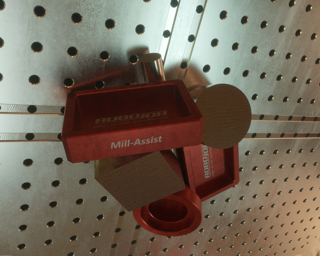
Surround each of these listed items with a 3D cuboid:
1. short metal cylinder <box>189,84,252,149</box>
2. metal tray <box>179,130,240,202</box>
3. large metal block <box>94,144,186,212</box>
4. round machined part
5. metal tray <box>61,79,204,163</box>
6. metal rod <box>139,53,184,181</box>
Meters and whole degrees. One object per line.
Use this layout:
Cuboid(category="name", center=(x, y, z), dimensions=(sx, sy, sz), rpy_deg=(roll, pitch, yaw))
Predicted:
Cuboid(category="short metal cylinder", center=(0.069, -0.016, 0.399), dimensions=(0.081, 0.050, 0.079), rpy_deg=(-1, 95, -17))
Cuboid(category="metal tray", center=(0.075, 0.051, 0.476), dimensions=(0.091, 0.030, 0.129), rpy_deg=(-23, 127, -15))
Cuboid(category="large metal block", center=(-0.024, 0.050, 0.384), dimensions=(0.080, 0.050, 0.080), rpy_deg=(-25, 130, 9))
Cuboid(category="round machined part", center=(0.012, 0.112, 0.454), dimensions=(0.099, 0.042, 0.097), rpy_deg=(4, 128, 5))
Cuboid(category="metal tray", center=(-0.030, -0.012, 0.322), dimensions=(0.131, 0.090, 0.030), rpy_deg=(-8, 125, -8))
Cuboid(category="metal rod", center=(0.015, 0.038, 0.438), dimensions=(0.025, 0.025, 0.298), rpy_deg=(-23, 127, -15))
